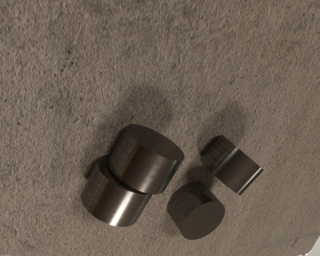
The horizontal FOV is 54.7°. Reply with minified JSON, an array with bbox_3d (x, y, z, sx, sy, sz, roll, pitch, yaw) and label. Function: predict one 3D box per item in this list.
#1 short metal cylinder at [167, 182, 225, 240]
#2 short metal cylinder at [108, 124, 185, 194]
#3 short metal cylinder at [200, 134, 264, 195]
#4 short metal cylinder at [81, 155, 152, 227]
[{"bbox_3d":[0.059,0.136,0.509,0.081,0.050,0.079,-14,125,-21],"label":"short metal cylinder"},{"bbox_3d":[-0.017,0.037,0.387,0.081,0.080,0.050,19,108,-36],"label":"short metal cylinder"},{"bbox_3d":[0.107,0.054,0.466,0.050,0.080,0.080,-50,129,7],"label":"short metal cylinder"},{"bbox_3d":[-0.052,0.078,0.392,0.081,0.080,0.050,18,109,-36],"label":"short metal cylinder"}]
